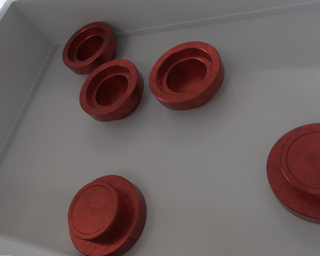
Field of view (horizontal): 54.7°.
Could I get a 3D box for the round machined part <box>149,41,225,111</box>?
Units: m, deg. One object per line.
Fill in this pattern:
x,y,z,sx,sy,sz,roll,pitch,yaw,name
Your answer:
0.038,-0.064,0.414,0.098,0.042,0.098,-13,56,21,round machined part

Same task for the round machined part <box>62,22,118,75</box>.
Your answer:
-0.115,-0.132,0.535,0.098,0.042,0.098,-13,58,21,round machined part

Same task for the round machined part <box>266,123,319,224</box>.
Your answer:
0.152,0.037,0.292,0.098,0.042,0.098,-13,56,21,round machined part

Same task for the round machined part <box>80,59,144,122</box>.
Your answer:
-0.067,-0.051,0.461,0.098,0.042,0.098,-13,56,21,round machined part

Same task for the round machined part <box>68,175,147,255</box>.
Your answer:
-0.069,0.102,0.369,0.098,0.042,0.098,-13,56,21,round machined part
